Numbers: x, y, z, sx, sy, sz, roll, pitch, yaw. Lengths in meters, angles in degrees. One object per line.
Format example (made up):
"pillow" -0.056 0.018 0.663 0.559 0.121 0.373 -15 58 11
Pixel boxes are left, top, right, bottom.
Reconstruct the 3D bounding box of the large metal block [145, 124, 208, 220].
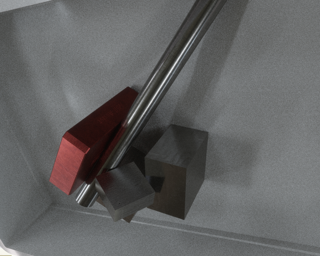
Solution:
"large metal block" 0.023 0.053 0.392 0.050 0.080 0.079 13 124 21

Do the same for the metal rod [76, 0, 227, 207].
"metal rod" -0.019 -0.022 0.343 0.025 0.025 0.298 36 112 4

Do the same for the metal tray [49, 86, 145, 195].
"metal tray" -0.073 0.012 0.383 0.030 0.131 0.089 36 130 5

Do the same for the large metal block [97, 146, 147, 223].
"large metal block" -0.050 0.073 0.443 0.080 0.080 0.050 32 128 7

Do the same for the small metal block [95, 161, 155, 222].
"small metal block" -0.041 0.073 0.360 0.050 0.050 0.025 49 146 34
